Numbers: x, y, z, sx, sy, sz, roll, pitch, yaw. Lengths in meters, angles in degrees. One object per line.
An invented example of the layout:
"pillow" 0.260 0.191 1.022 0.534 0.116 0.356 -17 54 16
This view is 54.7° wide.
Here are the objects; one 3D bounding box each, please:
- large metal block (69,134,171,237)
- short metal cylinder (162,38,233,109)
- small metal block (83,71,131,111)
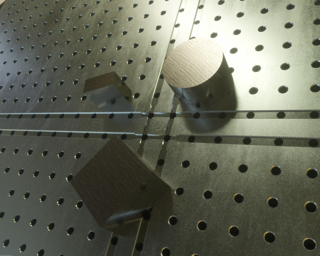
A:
"large metal block" -0.049 0.068 0.376 0.080 0.050 0.080 -46 51 -4
"short metal cylinder" 0.050 -0.072 0.410 0.080 0.050 0.080 -13 56 21
"small metal block" -0.078 -0.055 0.467 0.050 0.050 0.025 -12 57 21
